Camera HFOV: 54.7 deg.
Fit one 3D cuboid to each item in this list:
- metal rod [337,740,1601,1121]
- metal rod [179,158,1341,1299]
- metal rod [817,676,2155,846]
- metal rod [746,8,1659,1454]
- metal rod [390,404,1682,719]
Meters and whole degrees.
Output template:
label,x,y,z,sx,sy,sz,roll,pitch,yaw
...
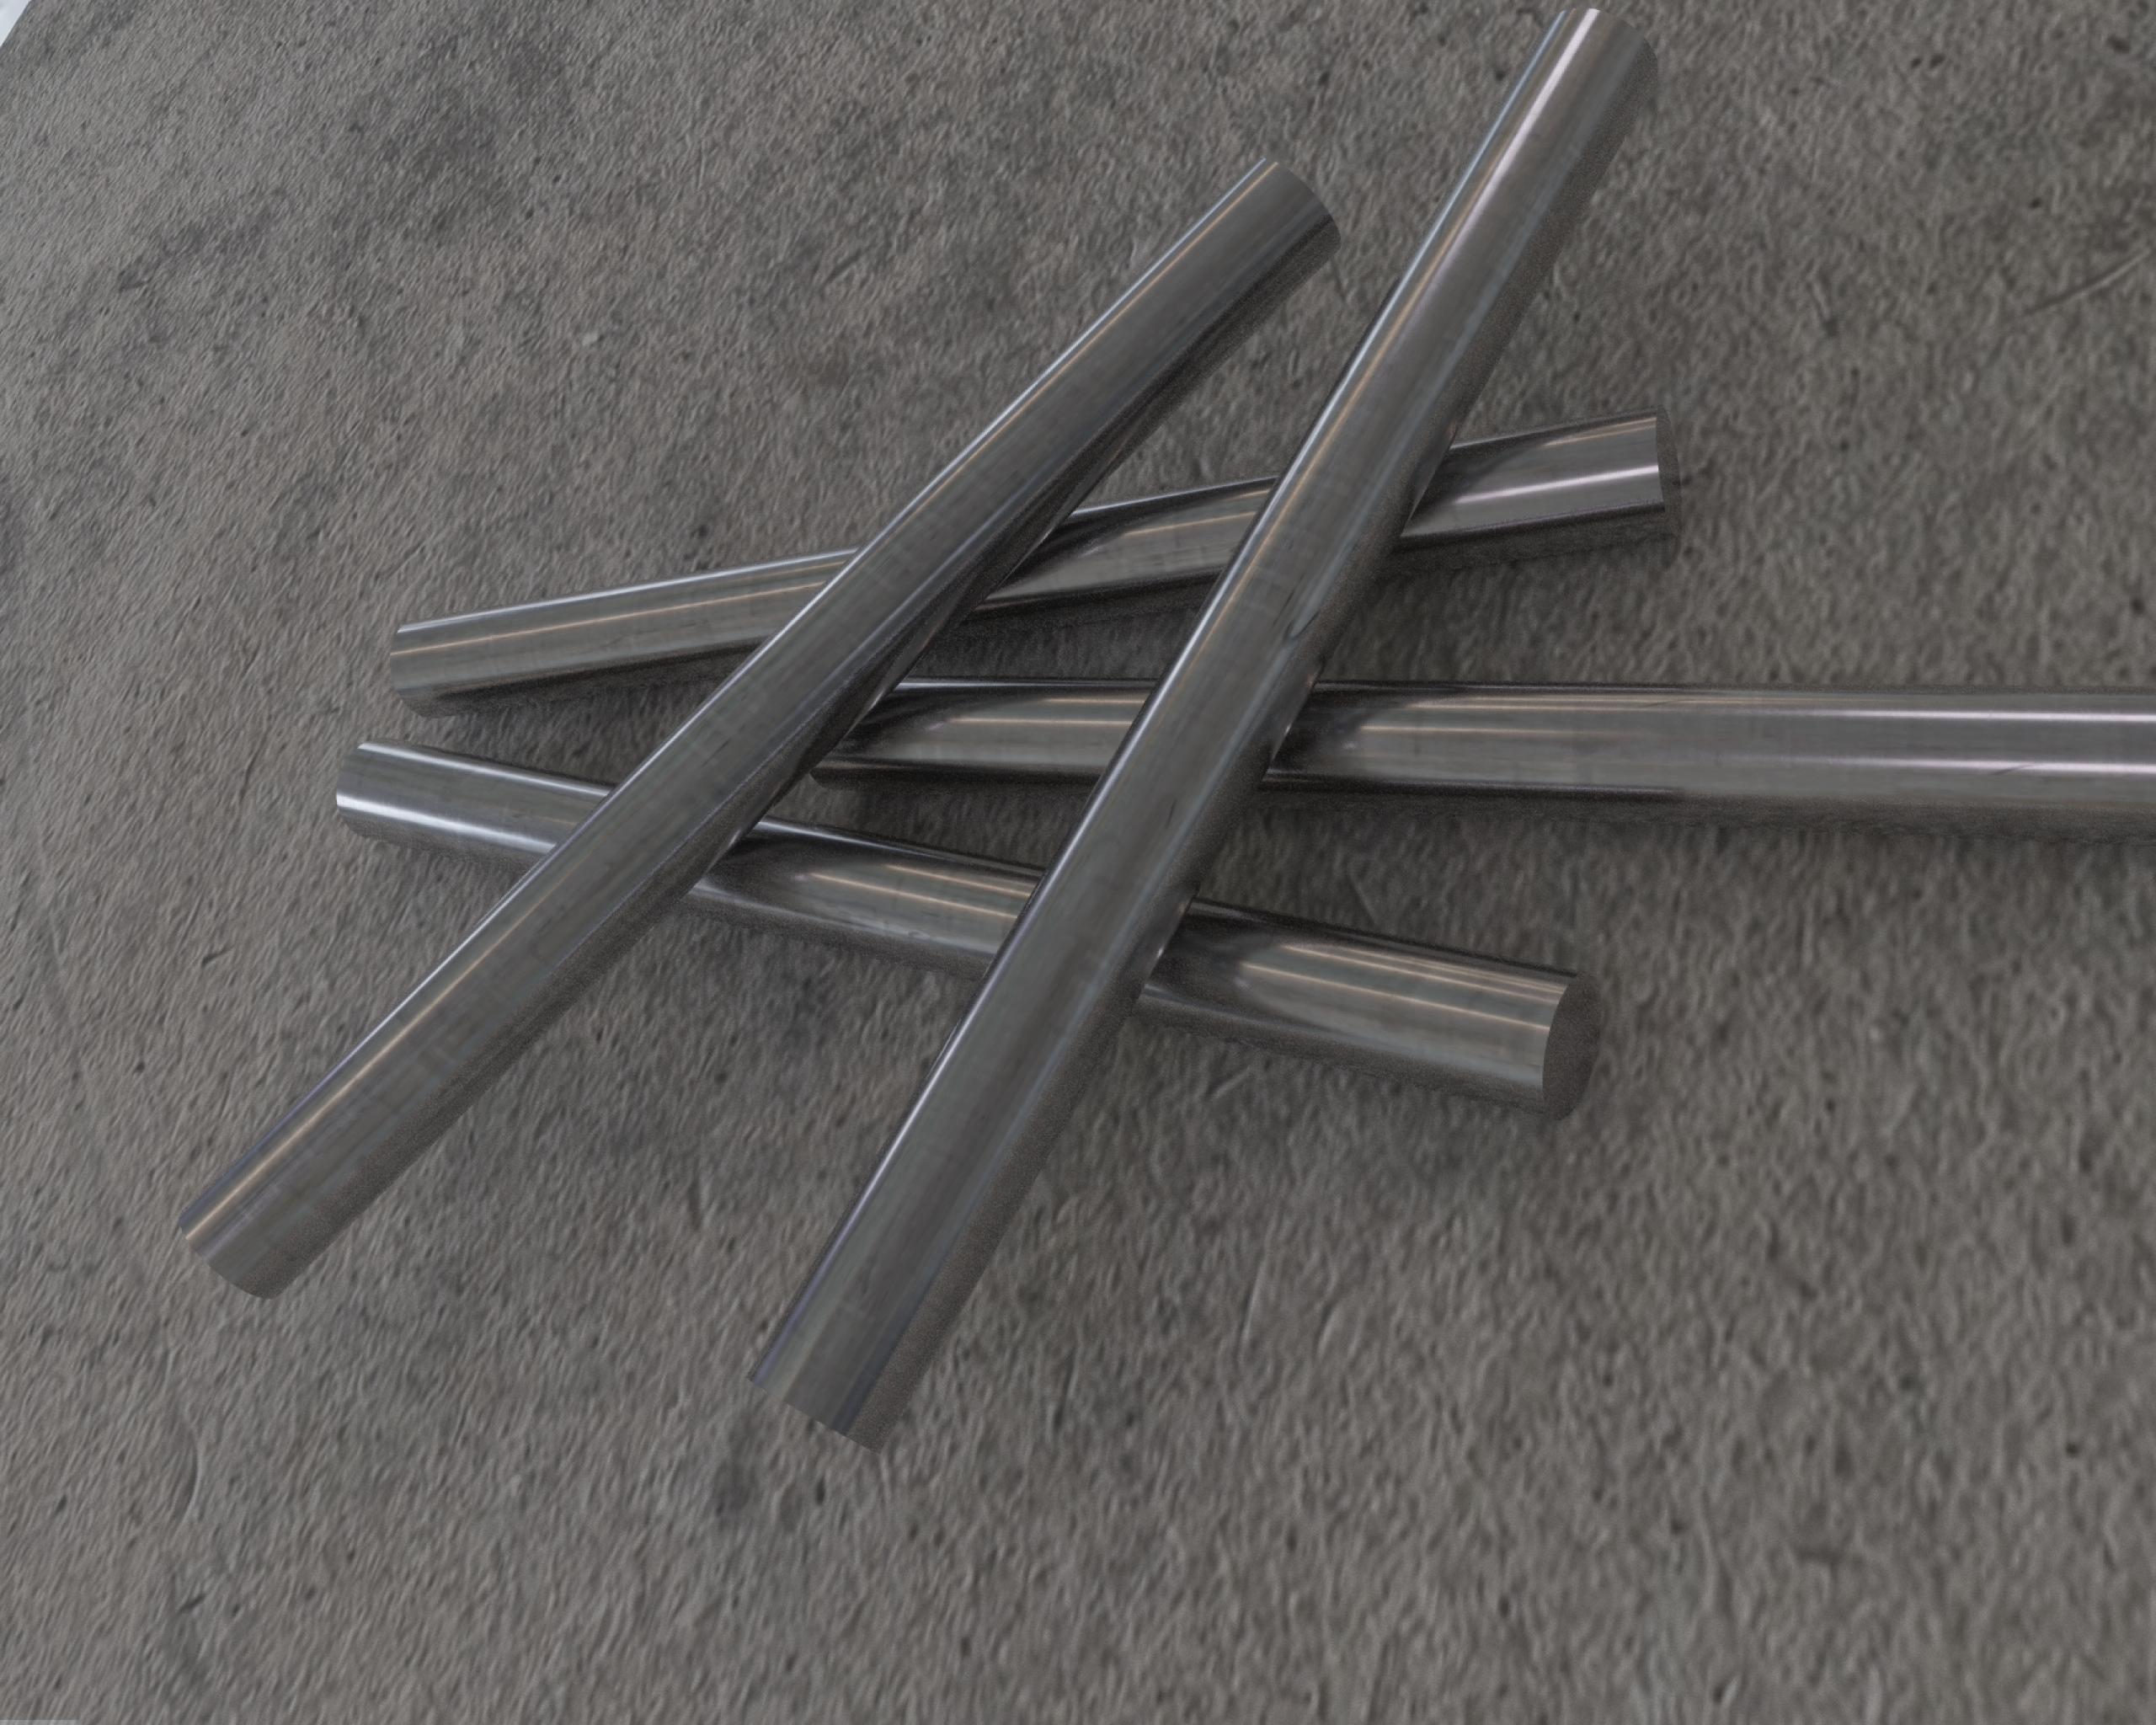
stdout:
label,x,y,z,sx,sy,sz,roll,pitch,yaw
metal rod,-0.043,0.006,0.422,0.300,0.025,0.025,11,67,32
metal rod,-0.061,-0.029,0.420,0.300,0.025,0.025,-45,51,-4
metal rod,0.079,-0.020,0.374,0.300,0.025,0.025,3,63,29
metal rod,0.031,-0.036,0.376,0.025,0.025,0.300,19,71,35
metal rod,-0.025,-0.061,0.454,0.300,0.025,0.025,-5,59,25
